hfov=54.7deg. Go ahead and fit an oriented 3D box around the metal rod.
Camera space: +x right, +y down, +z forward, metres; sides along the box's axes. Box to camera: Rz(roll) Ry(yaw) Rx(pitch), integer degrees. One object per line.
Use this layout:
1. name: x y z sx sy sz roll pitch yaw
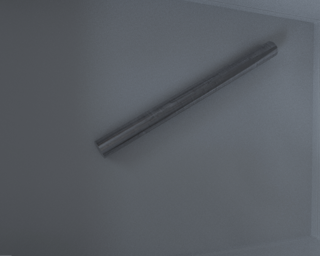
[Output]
1. metal rod: 0.048 -0.047 0.429 0.302 0.025 0.025 -31 101 -18
